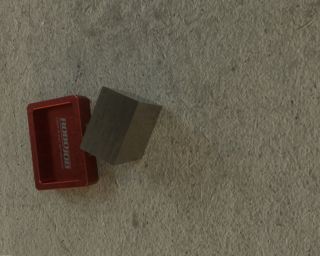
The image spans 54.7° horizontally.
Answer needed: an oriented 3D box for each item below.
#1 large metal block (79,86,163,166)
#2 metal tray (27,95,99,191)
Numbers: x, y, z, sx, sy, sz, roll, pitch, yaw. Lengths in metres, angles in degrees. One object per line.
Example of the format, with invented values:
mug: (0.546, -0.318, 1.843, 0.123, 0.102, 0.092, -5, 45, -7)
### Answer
large metal block: (-0.046, -0.003, 0.396, 0.050, 0.080, 0.080, 25, 98, 18)
metal tray: (-0.144, 0.023, 0.456, 0.090, 0.030, 0.129, -8, 87, 19)
